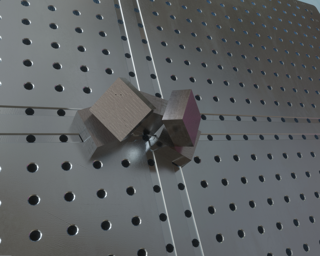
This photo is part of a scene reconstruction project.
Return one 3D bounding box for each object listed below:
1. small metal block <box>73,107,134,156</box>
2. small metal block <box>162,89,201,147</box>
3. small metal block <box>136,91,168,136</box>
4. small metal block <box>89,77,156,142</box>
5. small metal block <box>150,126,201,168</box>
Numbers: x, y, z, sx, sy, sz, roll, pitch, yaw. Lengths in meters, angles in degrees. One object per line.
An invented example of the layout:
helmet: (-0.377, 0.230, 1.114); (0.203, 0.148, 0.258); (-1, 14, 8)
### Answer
small metal block: (-0.069, -0.001, 0.373); (0.050, 0.025, 0.050); (-21, 73, -36)
small metal block: (0.028, -0.012, 0.382); (0.050, 0.025, 0.050); (64, 35, -43)
small metal block: (-0.021, -0.018, 0.393); (0.050, 0.050, 0.025); (17, 55, -19)
small metal block: (-0.041, -0.021, 0.348); (0.050, 0.050, 0.025); (45, 12, 3)
small metal block: (0.022, 0.016, 0.412); (0.050, 0.025, 0.050); (31, 51, -9)
